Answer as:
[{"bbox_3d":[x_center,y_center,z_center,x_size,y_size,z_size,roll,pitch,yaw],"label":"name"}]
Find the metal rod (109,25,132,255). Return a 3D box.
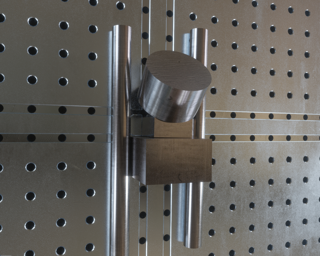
[{"bbox_3d":[-0.050,0.022,0.394,0.025,0.025,0.298,1,90,-20],"label":"metal rod"}]

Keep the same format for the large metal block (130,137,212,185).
[{"bbox_3d":[0.009,0.037,0.384,0.081,0.080,0.050,1,90,-20],"label":"large metal block"}]

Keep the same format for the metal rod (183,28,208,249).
[{"bbox_3d":[0.050,0.013,0.431,0.025,0.025,0.298,2,89,-20],"label":"metal rod"}]

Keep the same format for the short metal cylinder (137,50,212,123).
[{"bbox_3d":[0.017,-0.052,0.382,0.081,0.050,0.080,11,43,-10],"label":"short metal cylinder"}]

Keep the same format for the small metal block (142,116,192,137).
[{"bbox_3d":[0.008,-0.001,0.402,0.050,0.050,0.025,1,90,-21],"label":"small metal block"}]
